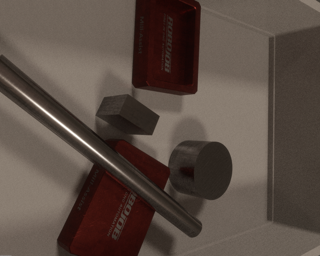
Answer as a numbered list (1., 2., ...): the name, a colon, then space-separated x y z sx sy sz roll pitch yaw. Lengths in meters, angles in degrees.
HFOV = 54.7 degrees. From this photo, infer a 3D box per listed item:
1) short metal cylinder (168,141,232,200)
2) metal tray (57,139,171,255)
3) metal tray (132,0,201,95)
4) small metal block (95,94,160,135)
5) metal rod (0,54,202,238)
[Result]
1. short metal cylinder: 0.058 0.058 0.442 0.081 0.050 0.079 0 90 -40
2. metal tray: -0.048 0.089 0.365 0.090 0.030 0.130 36 68 -34
3. metal tray: 0.011 -0.113 0.414 0.091 0.030 0.129 4 87 -40
4. small metal block: -0.038 -0.014 0.360 0.050 0.050 0.025 34 69 -35
5. metal rod: -0.047 0.040 0.329 0.300 0.025 0.025 45 63 -31
